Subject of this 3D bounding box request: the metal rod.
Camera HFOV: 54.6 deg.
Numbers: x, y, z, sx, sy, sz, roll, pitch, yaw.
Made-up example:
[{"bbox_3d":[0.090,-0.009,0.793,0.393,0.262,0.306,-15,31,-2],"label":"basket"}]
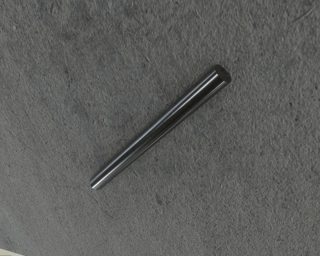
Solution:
[{"bbox_3d":[-0.019,0.017,0.430,0.025,0.025,0.299,46,129,-4],"label":"metal rod"}]
